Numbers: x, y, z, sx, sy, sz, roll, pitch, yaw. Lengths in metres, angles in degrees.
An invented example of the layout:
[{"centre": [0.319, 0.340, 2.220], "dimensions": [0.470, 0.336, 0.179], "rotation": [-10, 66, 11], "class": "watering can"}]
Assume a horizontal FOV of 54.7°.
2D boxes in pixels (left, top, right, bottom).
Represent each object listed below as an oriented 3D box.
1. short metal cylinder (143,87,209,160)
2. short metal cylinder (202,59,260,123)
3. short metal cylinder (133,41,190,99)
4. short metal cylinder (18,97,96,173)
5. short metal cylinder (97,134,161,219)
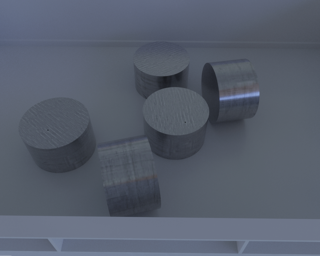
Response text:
[{"centre": [0.019, -0.006, 0.394], "dimensions": [0.080, 0.050, 0.080], "rotation": [0, 50, 0], "class": "short metal cylinder"}, {"centre": [0.090, -0.049, 0.411], "dimensions": [0.050, 0.080, 0.080], "rotation": [-8, 51, -6], "class": "short metal cylinder"}, {"centre": [0.002, -0.084, 0.459], "dimensions": [0.080, 0.050, 0.080], "rotation": [0, 50, 0], "class": "short metal cylinder"}, {"centre": [-0.123, 0.008, 0.381], "dimensions": [0.080, 0.050, 0.080], "rotation": [0, 50, 0], "class": "short metal cylinder"}, {"centre": [-0.033, 0.050, 0.327], "dimensions": [0.050, 0.080, 0.080], "rotation": [-11, 51, -9], "class": "short metal cylinder"}]
